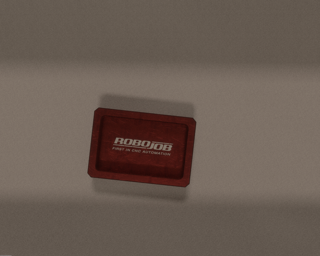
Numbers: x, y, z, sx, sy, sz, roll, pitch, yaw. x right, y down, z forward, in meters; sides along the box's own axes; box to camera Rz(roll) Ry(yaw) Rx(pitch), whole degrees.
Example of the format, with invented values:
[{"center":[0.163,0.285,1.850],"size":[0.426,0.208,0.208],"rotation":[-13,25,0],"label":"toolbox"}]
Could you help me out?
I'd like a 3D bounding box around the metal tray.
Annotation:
[{"center":[-0.023,0.025,0.408],"size":[0.131,0.030,0.089],"rotation":[6,90,-1],"label":"metal tray"}]
